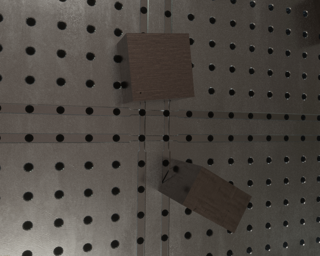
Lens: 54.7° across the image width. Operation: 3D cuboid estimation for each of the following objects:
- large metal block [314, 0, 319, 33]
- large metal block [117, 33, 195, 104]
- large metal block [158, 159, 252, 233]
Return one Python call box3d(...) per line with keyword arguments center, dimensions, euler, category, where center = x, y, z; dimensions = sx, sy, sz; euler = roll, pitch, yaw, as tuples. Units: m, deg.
box3d(center=(0.314, -0.194, 0.518), dimensions=(0.081, 0.050, 0.080), euler=(-15, 95, -20), category="large metal block")
box3d(center=(-0.006, -0.075, 0.398), dimensions=(0.081, 0.050, 0.079), euler=(-6, 92, -20), category="large metal block")
box3d(center=(0.056, 0.086, 0.406), dimensions=(0.080, 0.080, 0.050), euler=(32, 80, -18), category="large metal block")
